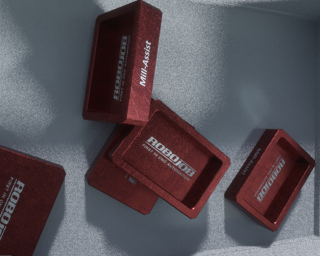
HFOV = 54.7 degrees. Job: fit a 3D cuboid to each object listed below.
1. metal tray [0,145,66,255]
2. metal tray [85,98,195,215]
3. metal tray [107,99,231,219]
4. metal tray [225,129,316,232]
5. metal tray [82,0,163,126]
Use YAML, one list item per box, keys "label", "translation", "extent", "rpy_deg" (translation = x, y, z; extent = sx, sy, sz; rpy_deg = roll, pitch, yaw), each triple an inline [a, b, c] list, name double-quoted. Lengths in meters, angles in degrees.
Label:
- label: "metal tray"
  translation: [-0.173, 0.091, 0.344]
  extent: [0.090, 0.030, 0.130]
  rpy_deg: [23, 82, -19]
- label: "metal tray"
  translation: [-0.023, 0.033, 0.399]
  extent: [0.090, 0.030, 0.130]
  rpy_deg: [34, 79, -17]
- label: "metal tray"
  translation: [0.013, 0.038, 0.380]
  extent: [0.130, 0.030, 0.090]
  rpy_deg: [39, 78, -16]
- label: "metal tray"
  translation: [0.169, 0.077, 0.469]
  extent: [0.090, 0.030, 0.130]
  rpy_deg: [40, 77, -16]
- label: "metal tray"
  translation: [-0.046, -0.070, 0.356]
  extent: [0.030, 0.090, 0.129]
  rpy_deg: [10, 86, -43]
